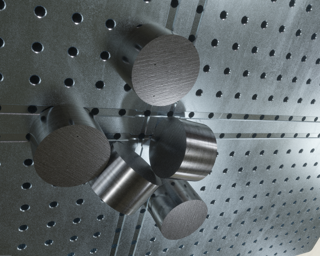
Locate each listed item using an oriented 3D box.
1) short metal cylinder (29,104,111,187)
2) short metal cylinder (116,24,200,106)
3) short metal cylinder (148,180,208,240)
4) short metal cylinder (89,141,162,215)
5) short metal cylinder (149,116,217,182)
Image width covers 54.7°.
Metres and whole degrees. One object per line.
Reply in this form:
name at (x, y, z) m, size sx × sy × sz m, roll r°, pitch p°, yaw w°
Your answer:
short metal cylinder at (-0.103, 0.020, 0.351) m, size 0.081 × 0.050 × 0.079 m, roll -14°, pitch 124°, yaw -21°
short metal cylinder at (-0.003, -0.071, 0.349) m, size 0.081 × 0.050 × 0.079 m, roll -14°, pitch 124°, yaw -21°
short metal cylinder at (0.028, 0.129, 0.490) m, size 0.081 × 0.050 × 0.079 m, roll -14°, pitch 124°, yaw -21°
short metal cylinder at (-0.045, 0.062, 0.390) m, size 0.050 × 0.080 × 0.080 m, roll -48°, pitch 129°, yaw 5°
short metal cylinder at (0.028, 0.029, 0.409) m, size 0.050 × 0.080 × 0.079 m, roll 12°, pitch 112°, yaw -34°
